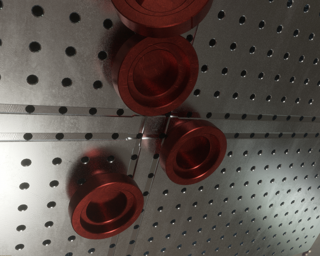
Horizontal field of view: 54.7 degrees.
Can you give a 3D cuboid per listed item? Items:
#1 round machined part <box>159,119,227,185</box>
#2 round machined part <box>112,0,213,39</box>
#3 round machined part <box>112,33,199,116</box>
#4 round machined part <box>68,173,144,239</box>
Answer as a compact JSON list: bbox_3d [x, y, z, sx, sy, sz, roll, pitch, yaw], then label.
[{"bbox_3d":[0.043,0.030,0.445,0.099,0.042,0.097,-14,125,-21],"label":"round machined part"},{"bbox_3d":[0.003,-0.131,0.299,0.098,0.098,0.042,-38,167,-3],"label":"round machined part"},{"bbox_3d":[-0.008,-0.066,0.356,0.099,0.042,0.097,-14,125,-21],"label":"round machined part"},{"bbox_3d":[-0.075,0.101,0.423,0.099,0.042,0.097,-14,125,-21],"label":"round machined part"}]
